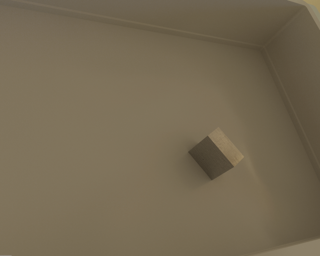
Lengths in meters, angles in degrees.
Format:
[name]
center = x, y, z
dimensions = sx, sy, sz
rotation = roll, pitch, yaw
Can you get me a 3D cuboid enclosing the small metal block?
[small metal block]
center = 0.073, 0.035, 0.410
dimensions = 0.025, 0.050, 0.050
rotation = -34, 81, -38
